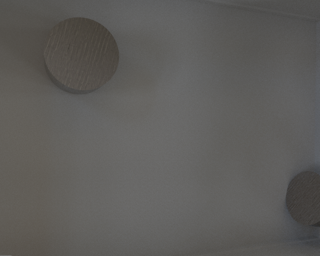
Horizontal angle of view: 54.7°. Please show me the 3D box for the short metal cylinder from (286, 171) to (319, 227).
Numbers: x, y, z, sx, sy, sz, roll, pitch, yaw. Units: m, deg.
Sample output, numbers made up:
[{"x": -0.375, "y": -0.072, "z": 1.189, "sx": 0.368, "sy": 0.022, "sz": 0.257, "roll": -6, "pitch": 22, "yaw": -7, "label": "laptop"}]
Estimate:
[{"x": 0.241, "y": 0.109, "z": 0.470, "sx": 0.050, "sy": 0.080, "sz": 0.080, "roll": 14, "pitch": 85, "yaw": -20, "label": "short metal cylinder"}]

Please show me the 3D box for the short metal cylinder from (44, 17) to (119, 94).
[{"x": -0.093, "y": -0.081, "z": 0.363, "sx": 0.081, "sy": 0.050, "sz": 0.080, "roll": 0, "pitch": 90, "yaw": -20, "label": "short metal cylinder"}]
